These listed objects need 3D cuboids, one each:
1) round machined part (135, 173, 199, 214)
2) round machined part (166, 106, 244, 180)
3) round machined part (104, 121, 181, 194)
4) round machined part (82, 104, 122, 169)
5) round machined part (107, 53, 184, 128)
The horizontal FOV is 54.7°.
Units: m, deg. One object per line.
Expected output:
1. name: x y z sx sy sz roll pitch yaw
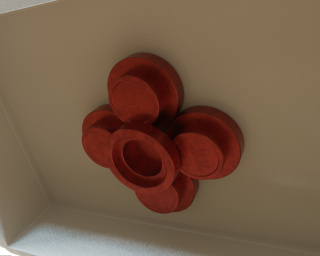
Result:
1. round machined part: 0.002 0.083 0.445 0.098 0.042 0.097 12 122 20
2. round machined part: 0.051 0.025 0.384 0.098 0.042 0.097 13 124 21
3. round machined part: -0.019 0.034 0.399 0.098 0.042 0.097 13 124 21
4. round machined part: -0.072 0.019 0.444 0.098 0.042 0.097 13 124 21
5. round machined part: -0.024 -0.039 0.382 0.098 0.042 0.097 13 124 21
